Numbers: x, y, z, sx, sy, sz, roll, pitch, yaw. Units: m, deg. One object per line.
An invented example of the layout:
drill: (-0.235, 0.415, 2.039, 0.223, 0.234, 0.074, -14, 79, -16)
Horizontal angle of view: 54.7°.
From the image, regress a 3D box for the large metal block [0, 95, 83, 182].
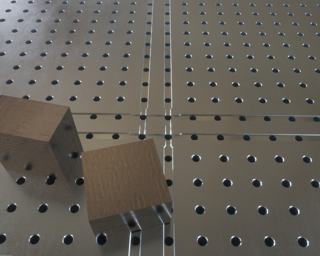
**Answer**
large metal block: (-0.144, 0.014, 0.359, 0.080, 0.080, 0.050, 10, 51, 8)

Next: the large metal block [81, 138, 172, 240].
large metal block: (-0.037, 0.065, 0.337, 0.081, 0.050, 0.080, -11, 51, -10)
